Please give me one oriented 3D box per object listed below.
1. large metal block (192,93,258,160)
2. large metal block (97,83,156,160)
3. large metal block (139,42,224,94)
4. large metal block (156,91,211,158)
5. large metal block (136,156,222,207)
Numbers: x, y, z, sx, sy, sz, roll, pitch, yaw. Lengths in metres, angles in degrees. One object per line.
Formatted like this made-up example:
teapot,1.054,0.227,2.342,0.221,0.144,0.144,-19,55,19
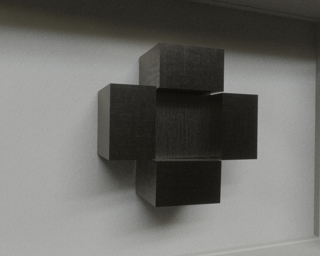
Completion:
large metal block,0.083,-0.002,0.411,0.050,0.080,0.080,1,90,-20
large metal block,-0.042,-0.006,0.365,0.050,0.080,0.080,1,90,-20
large metal block,0.024,-0.068,0.388,0.081,0.080,0.050,1,90,-20
large metal block,0.017,-0.004,0.401,0.081,0.050,0.080,1,90,-20
large metal block,0.020,0.062,0.387,0.081,0.080,0.050,2,90,-20
